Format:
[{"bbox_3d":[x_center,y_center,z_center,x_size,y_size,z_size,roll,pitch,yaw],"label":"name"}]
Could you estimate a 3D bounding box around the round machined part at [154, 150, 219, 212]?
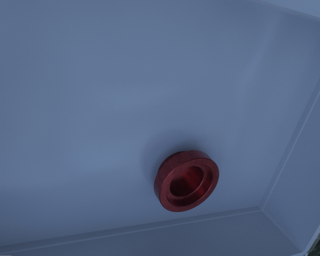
[{"bbox_3d":[0.035,0.074,0.462,0.099,0.042,0.097,-14,124,-21],"label":"round machined part"}]
